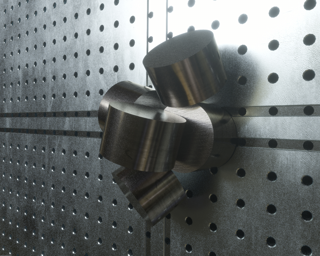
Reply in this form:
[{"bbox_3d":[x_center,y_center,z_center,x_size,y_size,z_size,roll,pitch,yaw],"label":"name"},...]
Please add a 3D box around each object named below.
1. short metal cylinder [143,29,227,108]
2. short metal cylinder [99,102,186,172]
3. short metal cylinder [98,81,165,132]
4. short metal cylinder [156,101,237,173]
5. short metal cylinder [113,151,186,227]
[{"bbox_3d":[0.028,-0.066,0.341,0.080,0.080,0.050,3,132,40],"label":"short metal cylinder"},{"bbox_3d":[-0.018,0.007,0.322,0.080,0.081,0.050,22,104,38],"label":"short metal cylinder"},{"bbox_3d":[-0.032,-0.016,0.400,0.050,0.081,0.079,24,105,37],"label":"short metal cylinder"},{"bbox_3d":[0.040,0.010,0.359,0.080,0.050,0.080,-1,88,40],"label":"short metal cylinder"},{"bbox_3d":[-0.014,0.072,0.377,0.080,0.050,0.080,46,160,23],"label":"short metal cylinder"}]
